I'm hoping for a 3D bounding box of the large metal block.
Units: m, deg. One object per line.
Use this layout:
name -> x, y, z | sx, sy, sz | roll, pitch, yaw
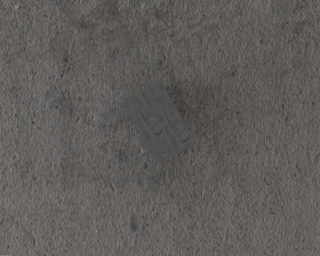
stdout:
large metal block -> -0.001, -0.006, 0.382 | 0.050, 0.080, 0.080 | -30, 90, 0
